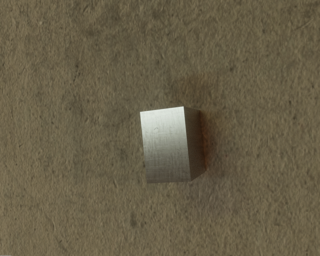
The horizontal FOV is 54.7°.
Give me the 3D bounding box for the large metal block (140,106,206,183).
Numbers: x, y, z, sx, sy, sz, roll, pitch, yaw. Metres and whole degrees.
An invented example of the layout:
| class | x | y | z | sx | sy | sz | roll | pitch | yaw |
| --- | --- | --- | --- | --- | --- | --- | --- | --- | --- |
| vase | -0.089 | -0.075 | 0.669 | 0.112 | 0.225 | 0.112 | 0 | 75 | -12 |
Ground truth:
| class | x | y | z | sx | sy | sz | roll | pitch | yaw |
| --- | --- | --- | --- | --- | --- | --- | --- | --- | --- |
| large metal block | 0.019 | 0.019 | 0.372 | 0.050 | 0.080 | 0.080 | -6 | 88 | 19 |
